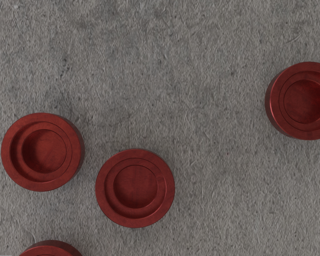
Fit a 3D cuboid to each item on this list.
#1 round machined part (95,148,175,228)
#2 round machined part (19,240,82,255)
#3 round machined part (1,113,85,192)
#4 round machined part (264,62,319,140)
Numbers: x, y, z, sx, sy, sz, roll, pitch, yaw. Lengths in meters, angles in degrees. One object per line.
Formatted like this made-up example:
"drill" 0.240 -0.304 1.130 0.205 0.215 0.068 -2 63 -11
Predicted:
"round machined part" -0.030 0.074 0.401 0.099 0.042 0.097 0 90 0
"round machined part" -0.140 0.193 0.400 0.099 0.042 0.097 0 90 0
"round machined part" -0.146 0.030 0.400 0.099 0.042 0.097 0 90 0
"round machined part" 0.185 -0.033 0.403 0.099 0.042 0.097 0 90 0
